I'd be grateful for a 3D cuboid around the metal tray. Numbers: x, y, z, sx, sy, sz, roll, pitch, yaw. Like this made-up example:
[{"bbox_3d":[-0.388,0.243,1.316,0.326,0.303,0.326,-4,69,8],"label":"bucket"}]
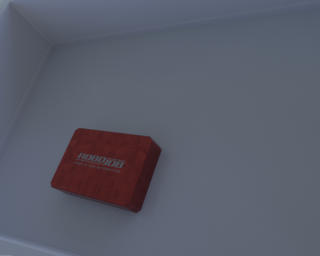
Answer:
[{"bbox_3d":[-0.072,0.051,0.408,0.130,0.030,0.090,6,64,30],"label":"metal tray"}]
